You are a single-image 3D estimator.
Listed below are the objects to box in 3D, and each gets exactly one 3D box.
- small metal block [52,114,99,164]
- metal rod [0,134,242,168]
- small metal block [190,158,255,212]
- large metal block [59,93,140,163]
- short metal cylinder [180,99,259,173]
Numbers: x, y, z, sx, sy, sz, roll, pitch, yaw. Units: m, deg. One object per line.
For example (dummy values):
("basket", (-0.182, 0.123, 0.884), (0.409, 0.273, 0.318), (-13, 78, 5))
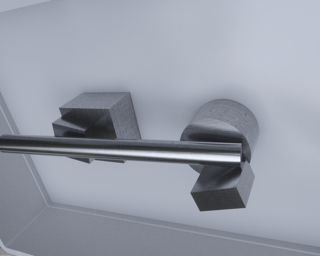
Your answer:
("small metal block", (-0.109, 0.014, 0.406), (0.050, 0.025, 0.050), (12, 123, 21))
("metal rod", (-0.061, 0.024, 0.361), (0.301, 0.025, 0.025), (1, 119, 18))
("small metal block", (0.067, 0.059, 0.325), (0.050, 0.050, 0.025), (-15, 111, 34))
("large metal block", (-0.080, -0.002, 0.428), (0.080, 0.050, 0.079), (3, 120, 26))
("short metal cylinder", (0.070, 0.013, 0.361), (0.080, 0.050, 0.079), (13, 124, 20))
